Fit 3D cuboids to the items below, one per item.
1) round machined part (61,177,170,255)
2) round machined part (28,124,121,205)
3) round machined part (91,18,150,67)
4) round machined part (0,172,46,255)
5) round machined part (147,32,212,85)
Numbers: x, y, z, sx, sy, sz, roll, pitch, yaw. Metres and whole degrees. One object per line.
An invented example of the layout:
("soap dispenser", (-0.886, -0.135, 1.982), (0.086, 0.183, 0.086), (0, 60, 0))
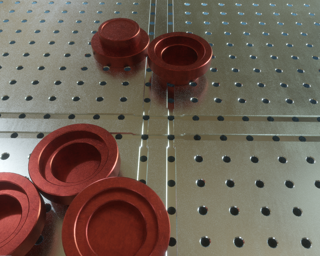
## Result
("round machined part", (-0.042, 0.101, 0.301), (0.099, 0.042, 0.098), (5, 63, -9))
("round machined part", (-0.094, 0.044, 0.357), (0.098, 0.042, 0.098), (-1, 49, 2))
("round machined part", (-0.067, -0.149, 0.522), (0.099, 0.042, 0.098), (0, 50, 0))
("round machined part", (-0.166, 0.097, 0.314), (0.099, 0.042, 0.098), (0, 50, 0))
("round machined part", (0.030, -0.105, 0.485), (0.099, 0.042, 0.098), (0, 50, 0))
